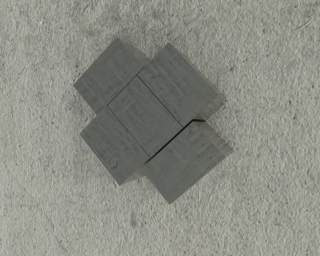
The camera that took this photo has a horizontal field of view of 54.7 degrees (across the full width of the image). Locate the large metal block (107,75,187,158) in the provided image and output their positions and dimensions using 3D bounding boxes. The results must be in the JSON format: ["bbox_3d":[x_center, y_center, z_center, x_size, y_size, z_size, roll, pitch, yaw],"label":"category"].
[{"bbox_3d":[-0.005,-0.013,0.382,0.050,0.080,0.080,-44,77,15],"label":"large metal block"}]

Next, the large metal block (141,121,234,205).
[{"bbox_3d":[0.036,0.038,0.368,0.080,0.080,0.050,-44,77,14],"label":"large metal block"}]

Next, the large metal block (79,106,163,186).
[{"bbox_3d":[-0.040,0.020,0.395,0.050,0.080,0.080,-44,77,15],"label":"large metal block"}]

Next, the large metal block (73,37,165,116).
[{"bbox_3d":[-0.048,-0.060,0.397,0.080,0.080,0.050,-44,77,14],"label":"large metal block"}]

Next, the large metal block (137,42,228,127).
[{"bbox_3d":[0.031,-0.047,0.370,0.050,0.080,0.080,-44,77,15],"label":"large metal block"}]
